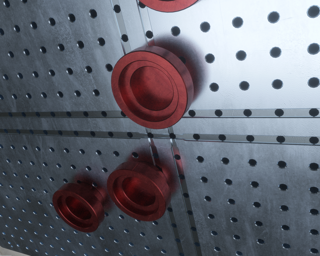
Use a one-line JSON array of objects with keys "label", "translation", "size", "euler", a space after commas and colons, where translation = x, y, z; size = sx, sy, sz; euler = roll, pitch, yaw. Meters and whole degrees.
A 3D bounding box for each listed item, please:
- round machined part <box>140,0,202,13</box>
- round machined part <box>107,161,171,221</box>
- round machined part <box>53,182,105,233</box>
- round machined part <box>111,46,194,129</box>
[{"label": "round machined part", "translation": [0.013, -0.164, 0.293], "size": [0.098, 0.042, 0.097], "euler": [13, 124, 21]}, {"label": "round machined part", "translation": [-0.028, 0.090, 0.471], "size": [0.098, 0.042, 0.097], "euler": [13, 124, 21]}, {"label": "round machined part", "translation": [-0.141, 0.138, 0.561], "size": [0.098, 0.042, 0.097], "euler": [13, 124, 21]}, {"label": "round machined part", "translation": [-0.006, -0.051, 0.372], "size": [0.098, 0.042, 0.097], "euler": [13, 124, 21]}]
